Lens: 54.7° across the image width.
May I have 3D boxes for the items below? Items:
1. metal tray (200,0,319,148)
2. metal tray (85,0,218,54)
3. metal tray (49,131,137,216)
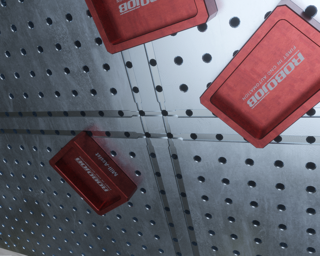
[{"bbox_3d":[0.114,-0.049,0.317,0.090,0.030,0.129,39,129,1],"label":"metal tray"},{"bbox_3d":[-0.016,-0.140,0.328,0.130,0.030,0.090,-9,114,31],"label":"metal tray"},{"bbox_3d":[-0.112,0.078,0.512,0.130,0.030,0.090,48,128,-7],"label":"metal tray"}]
